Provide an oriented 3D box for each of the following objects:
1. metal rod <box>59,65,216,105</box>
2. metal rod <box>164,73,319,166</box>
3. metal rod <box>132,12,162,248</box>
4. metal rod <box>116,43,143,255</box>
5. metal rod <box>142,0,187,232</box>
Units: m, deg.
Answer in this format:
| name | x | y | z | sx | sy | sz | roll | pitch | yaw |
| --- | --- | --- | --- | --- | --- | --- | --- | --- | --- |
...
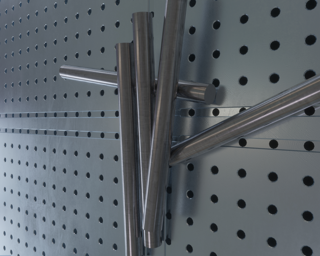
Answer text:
| name | x | y | z | sx | sy | sz | roll | pitch | yaw |
| --- | --- | --- | --- | --- | --- | --- | --- | --- | --- |
| metal rod | -0.054 | -0.069 | 0.455 | 0.300 | 0.025 | 0.025 | 15 | 100 | 39 |
| metal rod | 0.119 | -0.021 | 0.311 | 0.299 | 0.025 | 0.025 | -29 | 72 | 36 |
| metal rod | -0.016 | 0.008 | 0.399 | 0.025 | 0.025 | 0.298 | 4 | 100 | 40 |
| metal rod | -0.041 | 0.038 | 0.424 | 0.025 | 0.025 | 0.298 | 4 | 99 | 40 |
| metal rod | 0.006 | -0.024 | 0.371 | 0.025 | 0.025 | 0.298 | 10 | 96 | 39 |
